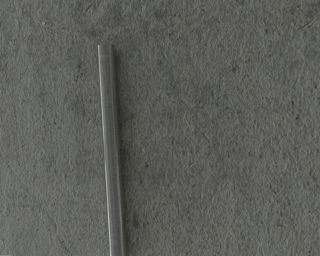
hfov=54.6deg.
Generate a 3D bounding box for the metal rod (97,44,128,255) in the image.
[{"bbox_3d":[-0.066,0.034,0.432,0.025,0.025,0.298,-4,89,20],"label":"metal rod"}]
